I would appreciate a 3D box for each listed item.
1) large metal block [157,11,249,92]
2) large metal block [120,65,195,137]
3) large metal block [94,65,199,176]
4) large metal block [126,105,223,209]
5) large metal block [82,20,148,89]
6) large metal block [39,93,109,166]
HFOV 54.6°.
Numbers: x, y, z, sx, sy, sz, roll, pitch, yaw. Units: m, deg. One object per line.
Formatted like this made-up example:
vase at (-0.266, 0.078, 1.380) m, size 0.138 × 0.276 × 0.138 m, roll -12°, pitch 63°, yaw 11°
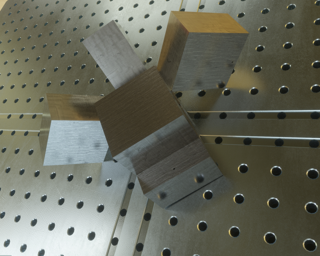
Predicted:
large metal block at (0.050, -0.094, 0.385) m, size 0.081 × 0.080 × 0.050 m, roll -7°, pitch 47°, yaw -24°
large metal block at (-0.013, -0.023, 0.415) m, size 0.080 × 0.050 × 0.080 m, roll -33°, pitch 51°, yaw 6°
large metal block at (-0.016, -0.008, 0.341) m, size 0.080 × 0.050 × 0.080 m, roll -32°, pitch 52°, yaw 6°
large metal block at (0.014, 0.034, 0.364) m, size 0.080 × 0.050 × 0.080 m, roll -31°, pitch 50°, yaw 7°
large metal block at (-0.059, -0.104, 0.449) m, size 0.050 × 0.080 × 0.080 m, roll -33°, pitch 12°, yaw 7°
large metal block at (-0.111, 0.003, 0.411) m, size 0.050 × 0.081 × 0.080 m, roll 62°, pitch 140°, yaw 39°
